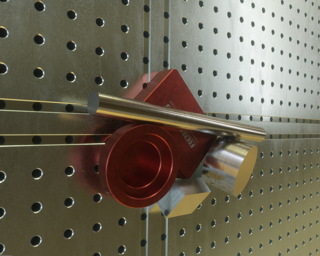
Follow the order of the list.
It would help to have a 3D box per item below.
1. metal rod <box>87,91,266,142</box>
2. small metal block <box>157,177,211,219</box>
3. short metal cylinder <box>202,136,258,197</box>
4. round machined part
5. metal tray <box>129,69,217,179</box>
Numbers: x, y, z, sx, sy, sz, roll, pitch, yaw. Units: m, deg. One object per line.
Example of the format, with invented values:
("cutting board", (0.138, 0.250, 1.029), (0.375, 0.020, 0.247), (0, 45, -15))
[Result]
("metal rod", (0.047, -0.007, 0.410), (0.302, 0.025, 0.025), (9, 84, -40))
("small metal block", (0.032, 0.094, 0.421), (0.050, 0.025, 0.050), (3, 131, -41))
("short metal cylinder", (0.105, 0.055, 0.464), (0.081, 0.050, 0.079), (-36, 137, -43))
("round machined part", (-0.028, 0.042, 0.370), (0.099, 0.042, 0.097), (-5, 99, -34))
("metal tray", (0.020, -0.004, 0.426), (0.090, 0.030, 0.130), (-51, 120, -28))
